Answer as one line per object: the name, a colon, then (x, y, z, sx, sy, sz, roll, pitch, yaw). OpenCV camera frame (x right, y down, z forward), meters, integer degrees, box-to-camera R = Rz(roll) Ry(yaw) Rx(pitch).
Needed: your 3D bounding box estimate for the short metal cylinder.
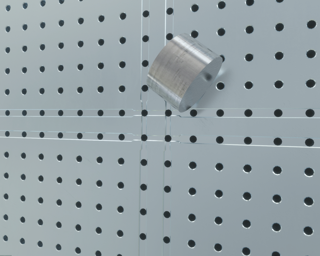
short metal cylinder: (0.030, -0.065, 0.372, 0.050, 0.080, 0.080, 40, 102, 15)
